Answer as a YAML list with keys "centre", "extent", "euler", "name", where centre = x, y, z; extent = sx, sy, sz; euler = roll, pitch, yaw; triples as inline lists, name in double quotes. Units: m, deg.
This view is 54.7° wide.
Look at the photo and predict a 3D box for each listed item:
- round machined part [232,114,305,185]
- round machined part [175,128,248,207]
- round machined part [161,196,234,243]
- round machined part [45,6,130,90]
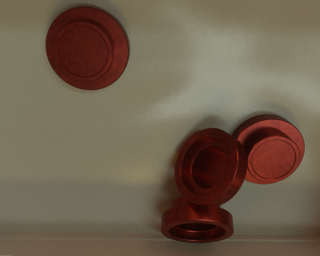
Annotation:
- centre: [0.145, 0.034, 0.416]
  extent: [0.099, 0.042, 0.097]
  euler: [0, 110, 0]
  name: "round machined part"
- centre: [0.069, 0.052, 0.399]
  extent: [0.042, 0.098, 0.098]
  euler: [26, 110, -39]
  name: "round machined part"
- centre: [0.051, 0.125, 0.433]
  extent: [0.099, 0.042, 0.098]
  euler: [2, 144, 2]
  name: "round machined part"
- centre: [-0.087, -0.092, 0.367]
  extent: [0.099, 0.042, 0.097]
  euler: [0, 110, 0]
  name: "round machined part"
